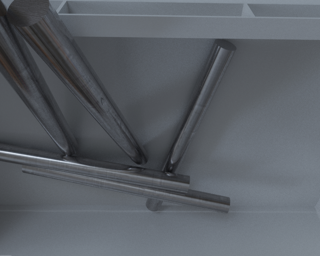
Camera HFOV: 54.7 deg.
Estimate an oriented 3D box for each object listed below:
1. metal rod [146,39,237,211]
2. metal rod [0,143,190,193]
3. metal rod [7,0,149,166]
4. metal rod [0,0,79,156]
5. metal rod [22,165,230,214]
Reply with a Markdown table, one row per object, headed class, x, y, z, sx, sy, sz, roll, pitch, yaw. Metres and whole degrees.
| class | x | y | z | sx | sy | sz | roll | pitch | yaw |
| --- | --- | --- | --- | --- | --- | --- | --- | --- | --- |
| metal rod | 0.030 | 0.020 | 0.425 | 0.025 | 0.025 | 0.298 | 12 | 129 | -10 |
| metal rod | -0.109 | 0.054 | 0.434 | 0.302 | 0.025 | 0.025 | 10 | 130 | -2 |
| metal rod | -0.051 | -0.012 | 0.311 | 0.025 | 0.025 | 0.300 | -8 | 158 | 6 |
| metal rod | -0.112 | -0.023 | 0.293 | 0.025 | 0.025 | 0.299 | 5 | 160 | -4 |
| metal rod | -0.048 | 0.084 | 0.454 | 0.302 | 0.025 | 0.025 | 12 | 130 | -1 |
